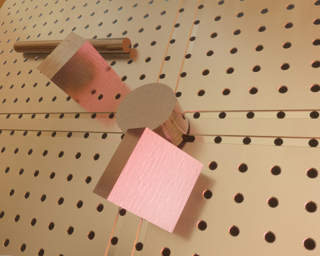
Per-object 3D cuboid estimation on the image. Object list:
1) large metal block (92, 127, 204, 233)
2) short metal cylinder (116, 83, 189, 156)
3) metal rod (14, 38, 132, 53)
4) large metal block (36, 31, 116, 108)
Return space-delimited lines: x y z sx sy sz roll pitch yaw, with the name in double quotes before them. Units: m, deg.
"large metal block" -0.012 0.055 0.337 0.050 0.080 0.080 -6 53 62
"short metal cylinder" -0.009 -0.012 0.399 0.080 0.050 0.080 -13 50 17
"metal rod" -0.183 -0.159 0.601 0.300 0.025 0.025 8 66 31
"large metal block" -0.132 -0.093 0.499 0.080 0.080 0.050 -49 52 -7
